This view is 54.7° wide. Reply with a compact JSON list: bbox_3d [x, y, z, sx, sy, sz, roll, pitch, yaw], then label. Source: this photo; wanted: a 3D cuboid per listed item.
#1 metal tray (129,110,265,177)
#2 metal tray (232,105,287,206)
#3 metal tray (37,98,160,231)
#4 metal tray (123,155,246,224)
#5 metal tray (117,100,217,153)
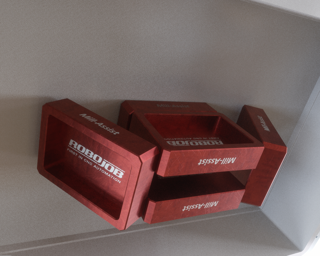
[{"bbox_3d":[0.041,0.013,0.355,0.131,0.090,0.030,0,118,-29],"label":"metal tray"},{"bbox_3d":[0.126,0.033,0.429,0.030,0.130,0.089,14,115,-2],"label":"metal tray"},{"bbox_3d":[-0.071,0.035,0.324,0.030,0.130,0.089,-26,137,-55],"label":"metal tray"},{"bbox_3d":[0.027,0.066,0.381,0.131,0.090,0.030,-1,118,-29],"label":"metal tray"},{"bbox_3d":[0.007,0.011,0.414,0.131,0.030,0.089,-1,119,-29],"label":"metal tray"}]
